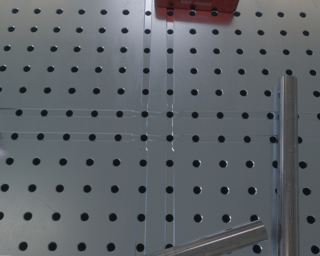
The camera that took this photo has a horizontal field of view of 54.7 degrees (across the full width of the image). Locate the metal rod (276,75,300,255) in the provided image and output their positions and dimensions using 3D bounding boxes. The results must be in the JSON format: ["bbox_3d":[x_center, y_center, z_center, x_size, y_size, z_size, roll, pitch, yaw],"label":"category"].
[{"bbox_3d":[0.160,0.071,0.386,0.025,0.025,0.299,8,70,3],"label":"metal rod"}]

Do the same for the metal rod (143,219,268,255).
[{"bbox_3d":[-0.023,0.161,0.352,0.302,0.025,0.025,-15,71,-6],"label":"metal rod"}]

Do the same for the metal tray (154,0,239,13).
[{"bbox_3d":[0.060,-0.235,0.495,0.131,0.030,0.090,5,70,2],"label":"metal tray"}]
